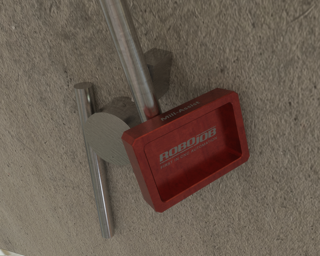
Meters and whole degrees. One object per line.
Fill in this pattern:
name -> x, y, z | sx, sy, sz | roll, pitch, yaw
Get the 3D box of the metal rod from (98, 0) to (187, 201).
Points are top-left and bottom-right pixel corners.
metal rod -> -0.020, -0.045, 0.324 | 0.025, 0.025, 0.298 | -4, 118, 30

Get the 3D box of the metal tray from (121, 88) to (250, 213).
metal tray -> 0.033, 0.021, 0.338 | 0.030, 0.131, 0.089 | 27, 139, 58

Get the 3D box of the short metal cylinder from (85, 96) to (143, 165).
short metal cylinder -> -0.054, 0.004, 0.421 | 0.080, 0.050, 0.079 | 13, 124, 21

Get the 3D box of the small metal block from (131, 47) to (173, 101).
small metal block -> -0.009, -0.060, 0.358 | 0.025, 0.050, 0.050 | 18, 126, 18

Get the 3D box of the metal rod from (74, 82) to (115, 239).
metal rod -> -0.101, 0.069, 0.503 | 0.025, 0.025, 0.298 | 12, 124, 22
